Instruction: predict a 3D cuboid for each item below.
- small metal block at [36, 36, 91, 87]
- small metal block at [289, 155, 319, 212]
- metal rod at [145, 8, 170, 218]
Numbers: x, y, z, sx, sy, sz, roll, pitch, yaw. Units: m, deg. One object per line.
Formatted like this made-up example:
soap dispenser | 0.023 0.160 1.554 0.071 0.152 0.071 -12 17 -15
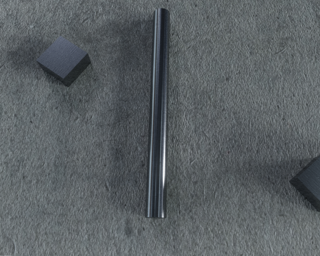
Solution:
small metal block | -0.136 -0.095 0.441 0.050 0.025 0.050 34 73 11
small metal block | 0.202 0.068 0.386 0.050 0.025 0.050 -38 75 -13
metal rod | -0.001 -0.033 0.420 0.025 0.025 0.299 2 70 0
